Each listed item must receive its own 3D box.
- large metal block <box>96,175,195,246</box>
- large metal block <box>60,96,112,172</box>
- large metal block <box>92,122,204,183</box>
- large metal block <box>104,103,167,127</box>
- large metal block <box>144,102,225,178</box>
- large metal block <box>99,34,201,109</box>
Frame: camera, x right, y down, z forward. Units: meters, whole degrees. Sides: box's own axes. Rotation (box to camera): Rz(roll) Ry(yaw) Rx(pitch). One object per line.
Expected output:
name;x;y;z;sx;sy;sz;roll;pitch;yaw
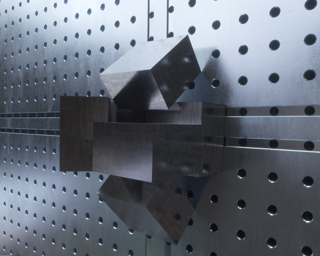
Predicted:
large metal block;-0.016;0.091;0.380;0.080;0.050;0.080;3;137;40
large metal block;-0.084;0.005;0.368;0.050;0.080;0.080;1;91;-5
large metal block;-0.011;0.020;0.318;0.080;0.081;0.050;2;91;40
large metal block;-0.036;0.006;0.425;0.080;0.050;0.080;9;96;39
large metal block;0.028;0.010;0.370;0.080;0.050;0.080;4;93;40
large metal block;-0.010;-0.066;0.373;0.080;0.080;0.050;3;130;40
